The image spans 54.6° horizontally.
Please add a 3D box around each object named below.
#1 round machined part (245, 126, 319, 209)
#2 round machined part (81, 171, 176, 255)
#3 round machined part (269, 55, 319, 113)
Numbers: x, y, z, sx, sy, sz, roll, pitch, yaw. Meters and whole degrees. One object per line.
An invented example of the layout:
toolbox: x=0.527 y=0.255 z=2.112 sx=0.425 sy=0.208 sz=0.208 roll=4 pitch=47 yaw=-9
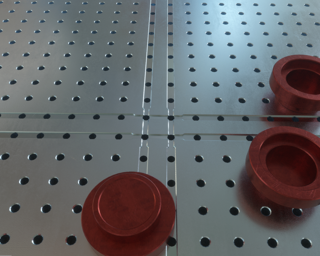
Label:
round machined part: x=0.148 y=0.048 z=0.357 sx=0.099 sy=0.042 sz=0.098 roll=0 pitch=50 yaw=0
round machined part: x=-0.033 y=0.087 z=0.324 sx=0.099 sy=0.042 sz=0.098 roll=0 pitch=50 yaw=0
round machined part: x=0.208 y=-0.059 z=0.448 sx=0.099 sy=0.042 sz=0.098 roll=0 pitch=50 yaw=0
